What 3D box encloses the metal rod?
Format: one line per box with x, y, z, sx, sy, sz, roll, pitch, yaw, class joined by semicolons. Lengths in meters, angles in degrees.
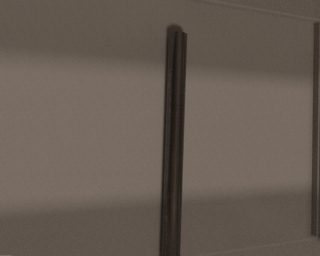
0.020;0.022;0.418;0.025;0.025;0.298;2;89;-20;metal rod
